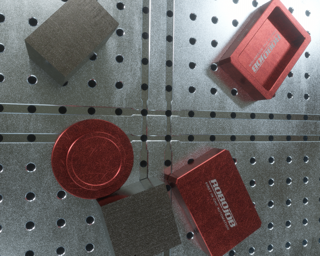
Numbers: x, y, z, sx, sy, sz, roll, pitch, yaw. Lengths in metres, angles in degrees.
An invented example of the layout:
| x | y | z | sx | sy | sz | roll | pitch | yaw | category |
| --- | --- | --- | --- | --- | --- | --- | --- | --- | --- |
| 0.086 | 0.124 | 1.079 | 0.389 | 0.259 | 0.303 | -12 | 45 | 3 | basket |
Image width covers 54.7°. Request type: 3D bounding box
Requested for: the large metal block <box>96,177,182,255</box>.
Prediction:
| x | y | z | sx | sy | sz | roll | pitch | yaw | category |
| --- | --- | --- | --- | --- | --- | --- | --- | --- | --- |
| -0.028 | 0.116 | 0.389 | 0.081 | 0.050 | 0.080 | -17 | 96 | -19 | large metal block |

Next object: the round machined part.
| x | y | z | sx | sy | sz | roll | pitch | yaw | category |
| --- | --- | --- | --- | --- | --- | --- | --- | --- | --- |
| -0.079 | 0.038 | 0.374 | 0.099 | 0.042 | 0.097 | 0 | 90 | -20 | round machined part |

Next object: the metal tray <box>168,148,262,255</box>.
| x | y | z | sx | sy | sz | roll | pitch | yaw | category |
| --- | --- | --- | --- | --- | --- | --- | --- | --- | --- |
| 0.079 | 0.105 | 0.439 | 0.091 | 0.030 | 0.129 | -29 | 100 | -18 | metal tray |

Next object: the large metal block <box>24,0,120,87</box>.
| x | y | z | sx | sy | sz | roll | pitch | yaw | category |
| --- | --- | --- | --- | --- | --- | --- | --- | --- | --- |
| -0.099 | -0.097 | 0.347 | 0.050 | 0.080 | 0.080 | 44 | 76 | -15 | large metal block |

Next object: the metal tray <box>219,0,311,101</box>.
| x | y | z | sx | sy | sz | roll | pitch | yaw | category |
| --- | --- | --- | --- | --- | --- | --- | --- | --- | --- |
| 0.161 | -0.117 | 0.468 | 0.090 | 0.030 | 0.130 | 41 | 77 | -16 | metal tray |
